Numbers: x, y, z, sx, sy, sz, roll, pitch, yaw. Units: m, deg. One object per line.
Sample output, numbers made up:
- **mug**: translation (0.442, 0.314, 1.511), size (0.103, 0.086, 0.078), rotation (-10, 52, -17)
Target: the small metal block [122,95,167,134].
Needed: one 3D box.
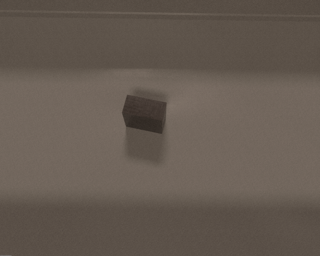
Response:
- **small metal block**: translation (-0.019, -0.017, 0.402), size (0.050, 0.050, 0.025), rotation (12, 71, 4)
